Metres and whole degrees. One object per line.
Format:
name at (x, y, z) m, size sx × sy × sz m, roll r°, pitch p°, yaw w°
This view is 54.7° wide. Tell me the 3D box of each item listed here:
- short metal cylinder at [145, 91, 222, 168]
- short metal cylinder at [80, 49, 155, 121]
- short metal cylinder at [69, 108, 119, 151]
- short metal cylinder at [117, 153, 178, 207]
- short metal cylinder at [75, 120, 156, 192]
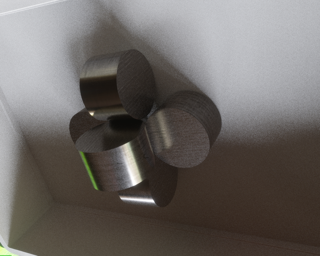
short metal cylinder at (0.029, 0.001, 0.375) m, size 0.080 × 0.050 × 0.079 m, roll 13°, pitch 124°, yaw 21°
short metal cylinder at (-0.047, -0.049, 0.365) m, size 0.050 × 0.080 × 0.080 m, roll -2°, pitch 117°, yaw 29°
short metal cylinder at (-0.078, 0.002, 0.432) m, size 0.080 × 0.050 × 0.079 m, roll 13°, pitch 124°, yaw 21°
short metal cylinder at (-0.016, 0.064, 0.419) m, size 0.050 × 0.080 × 0.080 m, roll -2°, pitch 117°, yaw 29°
short metal cylinder at (-0.050, 0.028, 0.358) m, size 0.080 × 0.080 × 0.050 m, roll -1°, pitch 118°, yaw 29°
